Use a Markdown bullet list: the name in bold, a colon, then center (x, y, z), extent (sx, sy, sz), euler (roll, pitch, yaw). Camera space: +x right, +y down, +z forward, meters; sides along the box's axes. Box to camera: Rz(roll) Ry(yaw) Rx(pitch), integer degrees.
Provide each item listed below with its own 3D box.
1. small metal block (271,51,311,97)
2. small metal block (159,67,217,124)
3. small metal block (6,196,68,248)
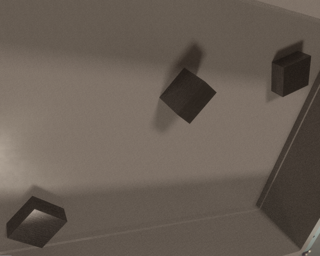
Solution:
- **small metal block**: center (0.198, -0.082, 0.469), extent (0.050, 0.025, 0.050), euler (-24, 128, -14)
- **small metal block**: center (0.034, -0.041, 0.387), extent (0.025, 0.050, 0.050), euler (35, 99, -39)
- **small metal block**: center (-0.158, 0.122, 0.399), extent (0.050, 0.025, 0.050), euler (-47, 130, 4)
